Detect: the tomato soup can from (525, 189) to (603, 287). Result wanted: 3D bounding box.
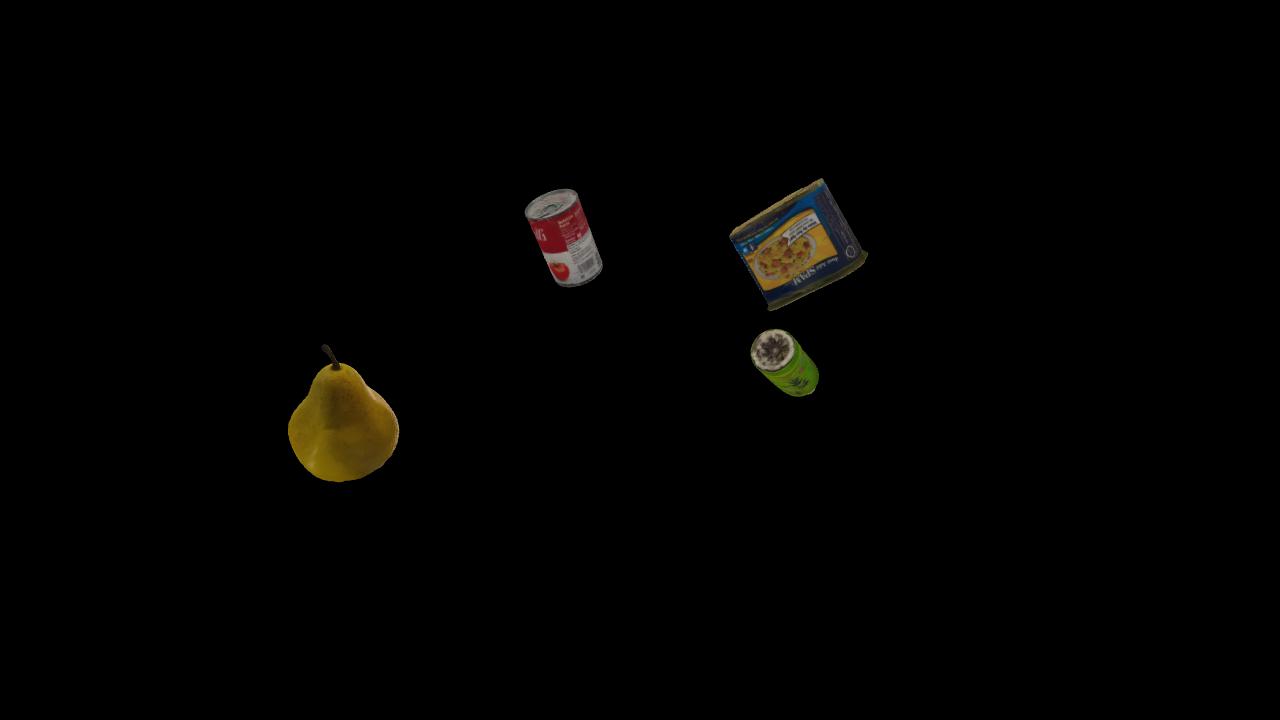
[{"bbox_3d":[-0.091,-0.149,0.756,0.068,0.101,0.068,-12,41,11],"label":"tomato soup can"}]

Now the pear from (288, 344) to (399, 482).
[{"bbox_3d":[-0.219,0.038,0.460,0.080,0.111,0.080,16,39,-13],"label":"pear"}]

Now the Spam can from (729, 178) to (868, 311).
[{"bbox_3d":[0.146,-0.108,0.579,0.101,0.085,0.058,-27,11,34],"label":"Spam can"}]

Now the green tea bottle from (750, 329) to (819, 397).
[{"bbox_3d":[0.239,0.014,0.975,0.073,0.073,0.212,0,-15,28],"label":"green tea bottle"}]
